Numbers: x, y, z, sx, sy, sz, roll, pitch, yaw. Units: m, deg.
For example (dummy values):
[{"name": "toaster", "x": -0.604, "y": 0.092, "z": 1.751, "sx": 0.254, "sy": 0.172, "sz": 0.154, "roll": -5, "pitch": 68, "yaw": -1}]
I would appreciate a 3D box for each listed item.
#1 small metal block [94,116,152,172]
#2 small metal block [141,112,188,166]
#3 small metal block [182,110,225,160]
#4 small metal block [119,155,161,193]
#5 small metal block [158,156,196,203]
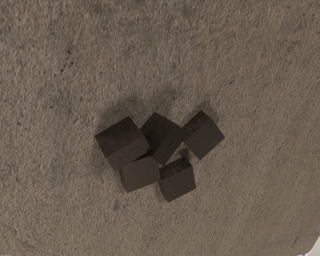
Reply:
[{"name": "small metal block", "x": -0.046, "y": 0.018, "z": 0.378, "sx": 0.050, "sy": 0.050, "sz": 0.025, "roll": -31, "pitch": 129, "yaw": -9}, {"name": "small metal block", "x": -0.001, "y": 0.013, "z": 0.394, "sx": 0.050, "sy": 0.050, "sz": 0.025, "roll": -52, "pitch": 129, "yaw": -5}, {"name": "small metal block", "x": 0.059, "y": 0.011, "z": 0.448, "sx": 0.050, "sy": 0.025, "sz": 0.050, "roll": -42, "pitch": 130, "yaw": 1}, {"name": "small metal block", "x": -0.029, "y": 0.056, "z": 0.427, "sx": 0.050, "sy": 0.025, "sz": 0.050, "roll": -18, "pitch": 126, "yaw": -18}, {"name": "small metal block", "x": 0.024, "y": 0.078, "z": 0.471, "sx": 0.050, "sy": 0.025, "sz": 0.050, "roll": -24, "pitch": 128, "yaw": -14}]
